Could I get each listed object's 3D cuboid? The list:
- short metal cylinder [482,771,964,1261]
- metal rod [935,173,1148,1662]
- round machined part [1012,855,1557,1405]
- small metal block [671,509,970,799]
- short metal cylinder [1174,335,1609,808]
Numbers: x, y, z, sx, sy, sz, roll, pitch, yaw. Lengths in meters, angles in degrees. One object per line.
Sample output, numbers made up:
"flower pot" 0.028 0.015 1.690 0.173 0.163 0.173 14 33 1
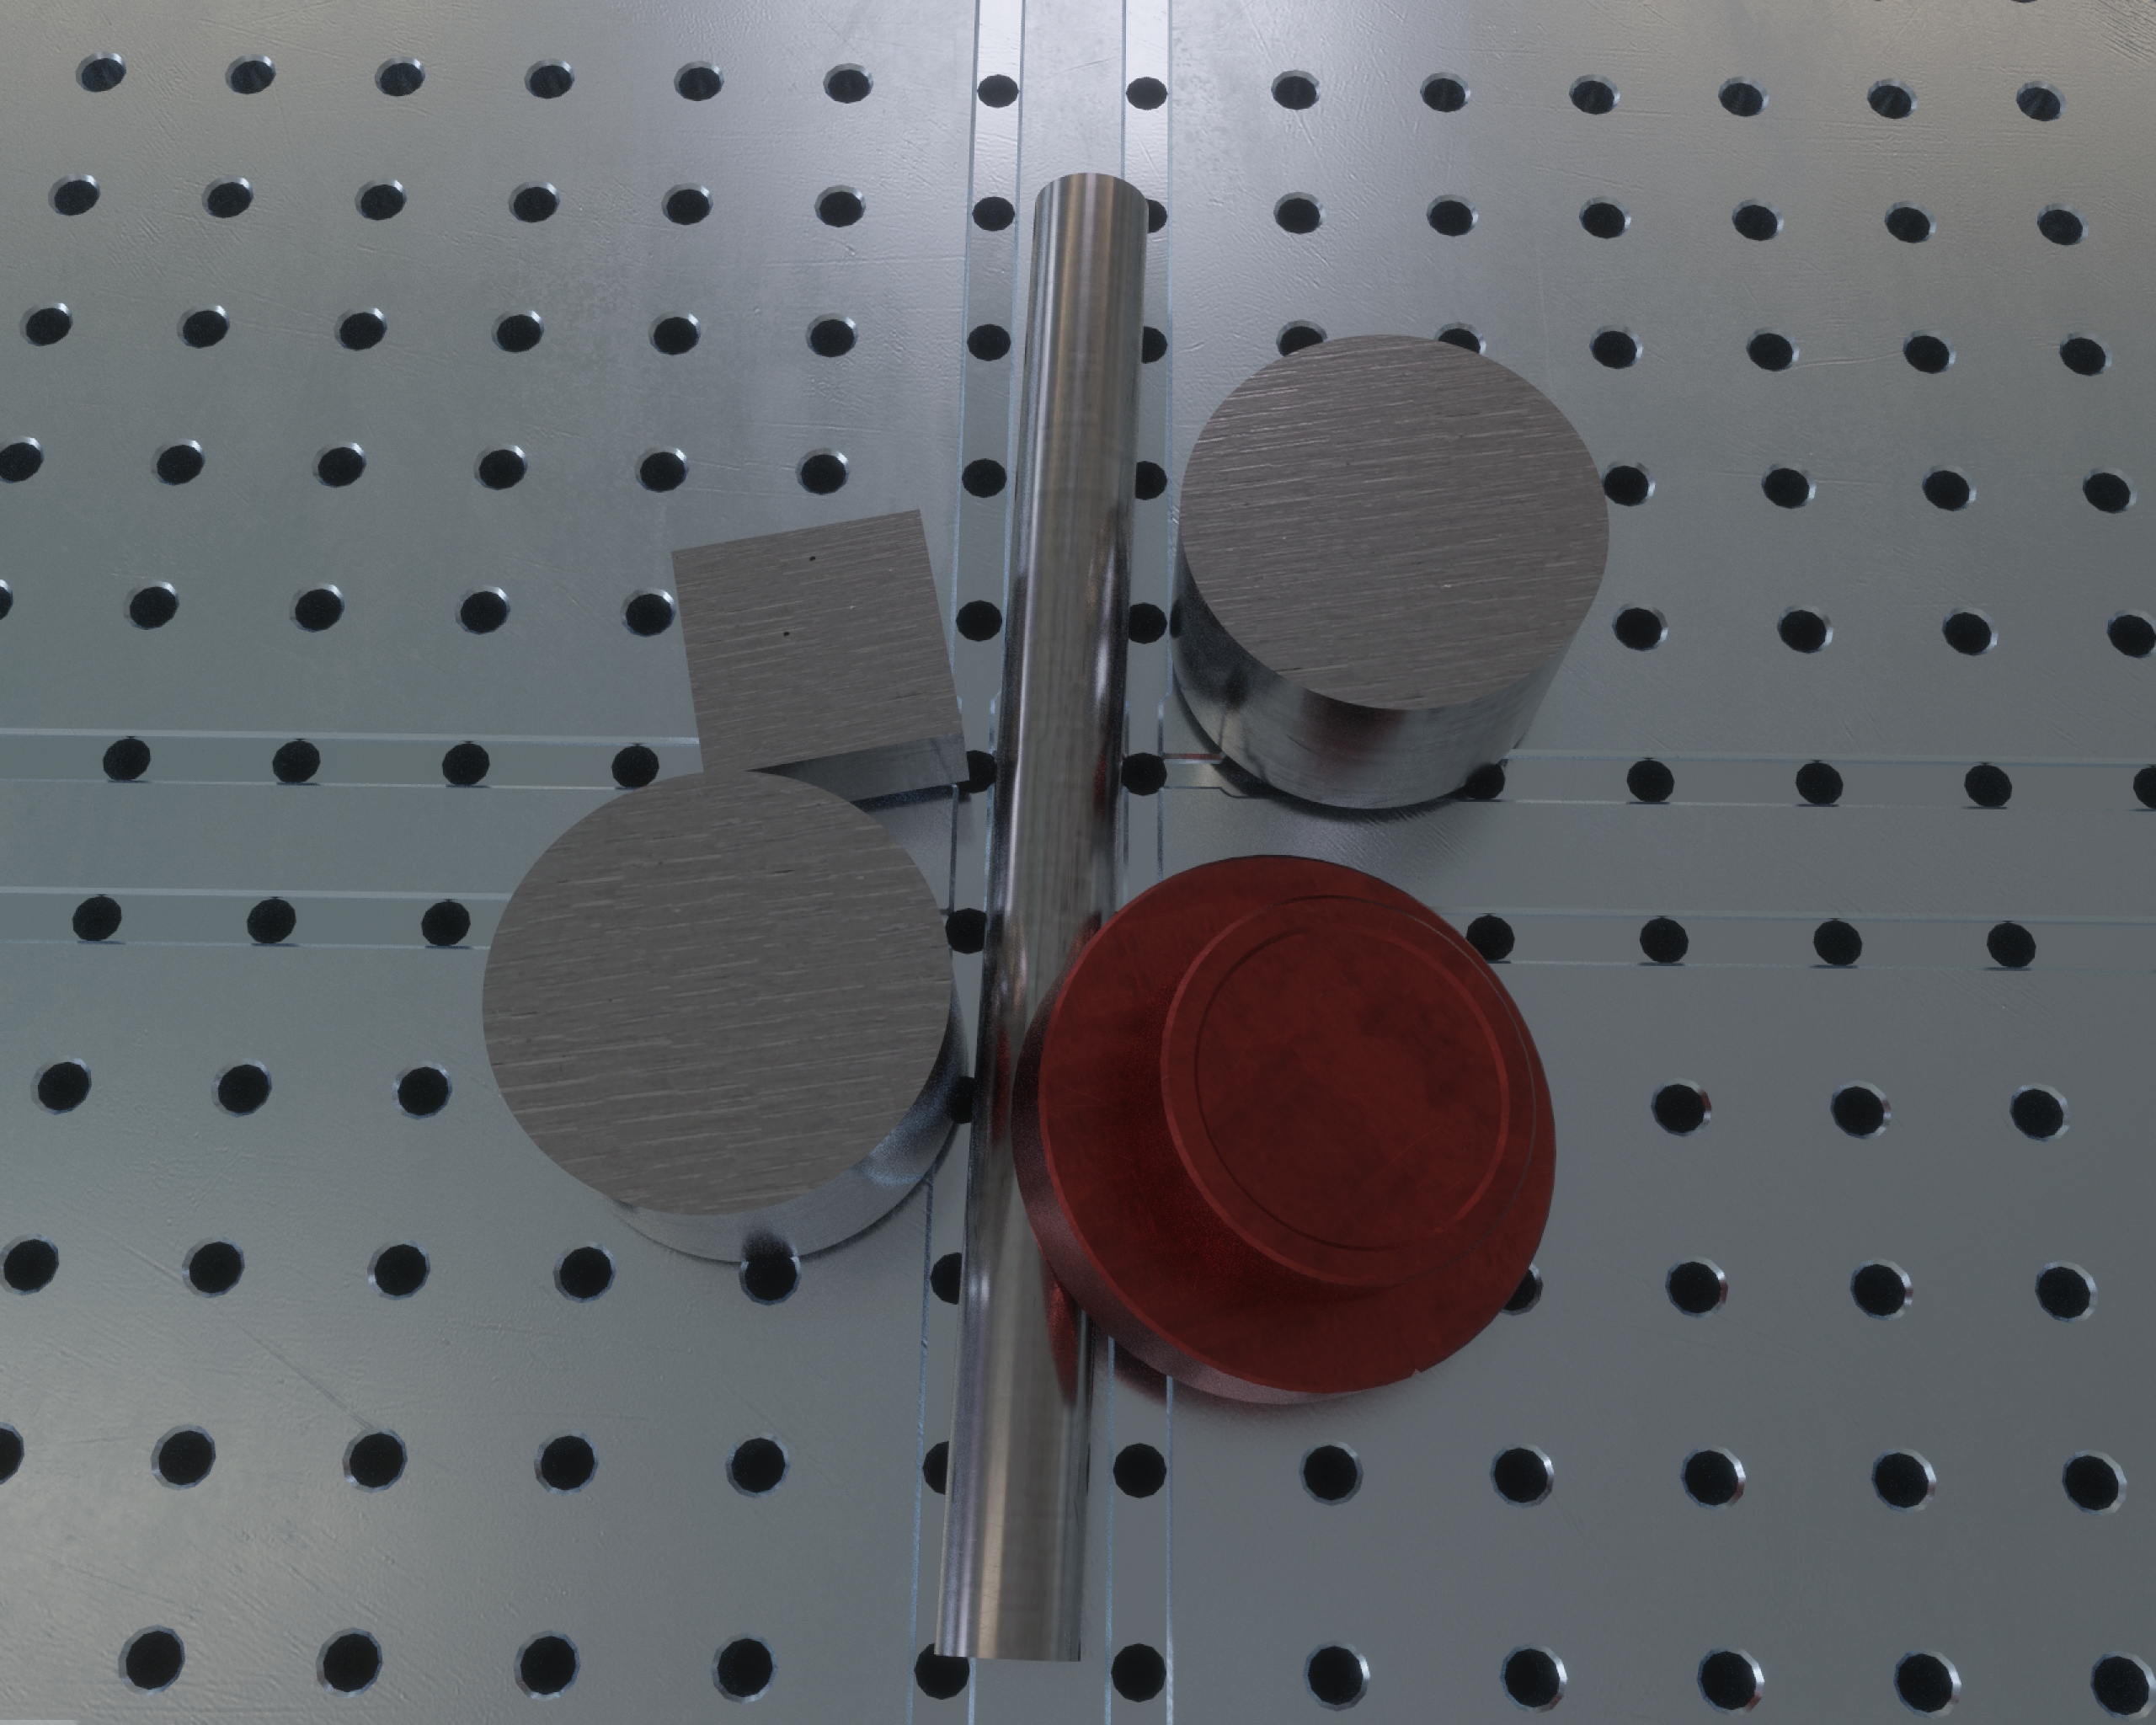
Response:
"short metal cylinder" -0.062 0.029 0.383 0.081 0.050 0.080 0 70 0
"metal rod" -0.004 -0.004 0.409 0.025 0.025 0.299 3 70 1
"round machined part" 0.041 0.044 0.370 0.099 0.042 0.098 6 69 -15
"small metal block" -0.052 -0.040 0.421 0.050 0.025 0.050 -10 70 -4
"short metal cylinder" 0.059 -0.057 0.415 0.081 0.050 0.080 0 70 0
